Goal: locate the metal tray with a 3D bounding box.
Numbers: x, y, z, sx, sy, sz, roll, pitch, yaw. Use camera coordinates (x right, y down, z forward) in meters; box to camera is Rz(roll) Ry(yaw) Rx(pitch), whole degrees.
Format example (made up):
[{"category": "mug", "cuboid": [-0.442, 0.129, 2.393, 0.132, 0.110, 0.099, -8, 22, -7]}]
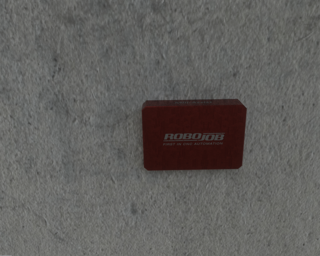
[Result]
[{"category": "metal tray", "cuboid": [0.043, 0.009, 0.411, 0.131, 0.030, 0.089, -1, 110, 0]}]
